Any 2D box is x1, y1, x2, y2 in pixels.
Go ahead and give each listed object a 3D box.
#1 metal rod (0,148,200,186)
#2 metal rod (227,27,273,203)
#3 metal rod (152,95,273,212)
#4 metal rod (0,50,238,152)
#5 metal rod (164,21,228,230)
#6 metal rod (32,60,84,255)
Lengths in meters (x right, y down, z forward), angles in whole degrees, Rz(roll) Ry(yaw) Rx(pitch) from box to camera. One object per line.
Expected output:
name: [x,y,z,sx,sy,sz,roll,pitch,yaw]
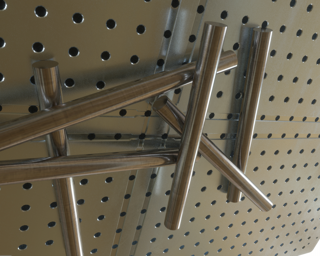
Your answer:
metal rod: [-0.070,0.043,0.372,0.302,0.025,0.025,-1,119,-37]
metal rod: [0.133,-0.001,0.482,0.025,0.025,0.298,-13,124,-21]
metal rod: [0.094,0.053,0.472,0.025,0.025,0.300,-46,123,4]
metal rod: [-0.035,-0.038,0.346,0.302,0.025,0.025,-22,127,-24]
metal rod: [0.039,0.018,0.402,0.025,0.025,0.298,-6,122,-25]
metal rod: [-0.120,0.065,0.385,0.025,0.025,0.298,-11,123,-22]
